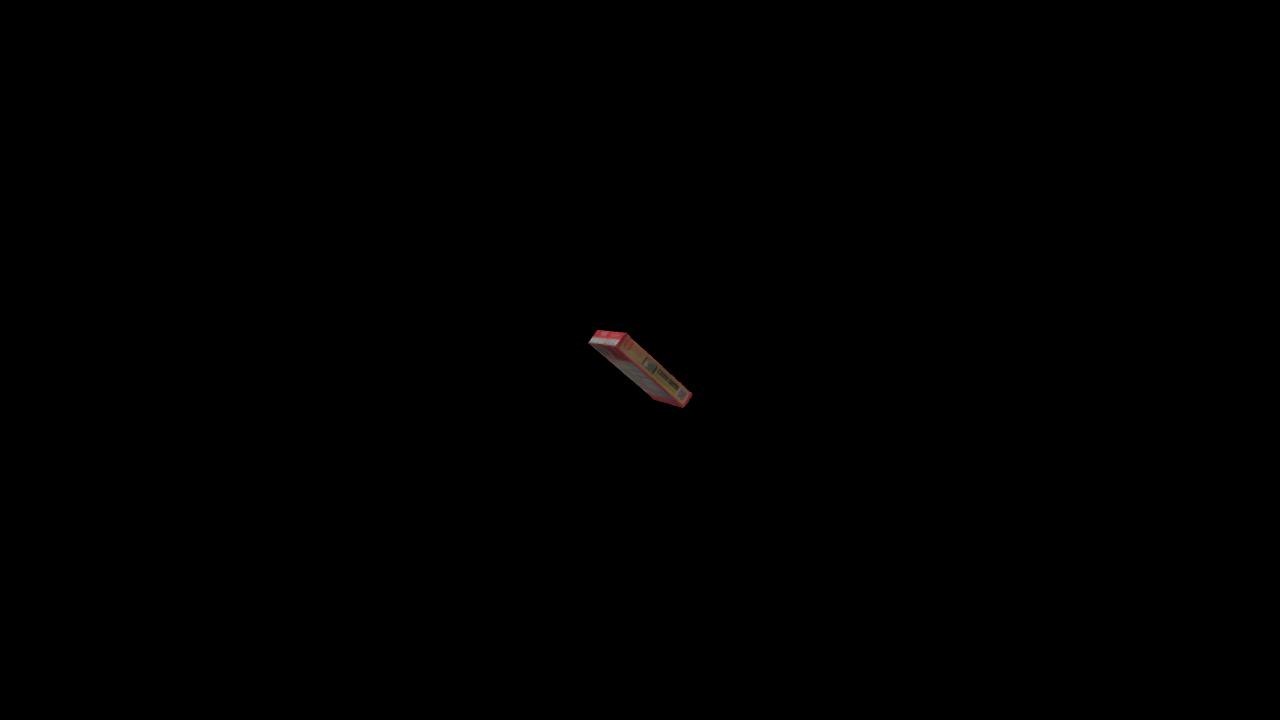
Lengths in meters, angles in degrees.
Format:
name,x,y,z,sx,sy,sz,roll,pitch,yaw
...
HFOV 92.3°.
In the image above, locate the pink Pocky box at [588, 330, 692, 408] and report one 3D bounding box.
name,x,y,z,sx,sy,sz,roll,pitch,yaw
pink Pocky box,0.001,0.013,0.910,0.155,0.029,0.084,42,-16,-28
